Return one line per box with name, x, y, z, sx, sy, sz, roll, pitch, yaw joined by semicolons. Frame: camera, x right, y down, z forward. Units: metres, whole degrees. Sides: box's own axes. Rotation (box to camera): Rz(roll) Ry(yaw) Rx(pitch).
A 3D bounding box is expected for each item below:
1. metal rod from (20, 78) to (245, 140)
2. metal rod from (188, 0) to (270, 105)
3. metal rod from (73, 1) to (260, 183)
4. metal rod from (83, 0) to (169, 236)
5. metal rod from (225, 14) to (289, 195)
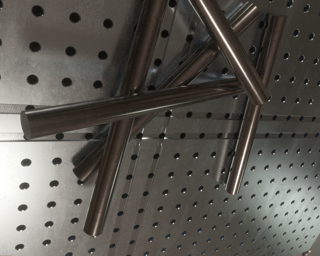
metal rod;0.004;-0.032;0.350;0.302;0.025;0.025;-14;126;-37
metal rod;0.048;-0.133;0.333;0.025;0.025;0.300;-42;122;1
metal rod;0.007;-0.043;0.389;0.300;0.025;0.025;-44;130;2
metal rod;-0.043;-0.008;0.358;0.025;0.025;0.298;8;107;-32
metal rod;0.142;-0.019;0.479;0.025;0.025;0.298;-9;122;-24
